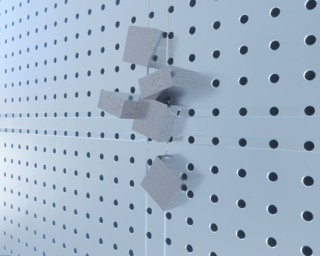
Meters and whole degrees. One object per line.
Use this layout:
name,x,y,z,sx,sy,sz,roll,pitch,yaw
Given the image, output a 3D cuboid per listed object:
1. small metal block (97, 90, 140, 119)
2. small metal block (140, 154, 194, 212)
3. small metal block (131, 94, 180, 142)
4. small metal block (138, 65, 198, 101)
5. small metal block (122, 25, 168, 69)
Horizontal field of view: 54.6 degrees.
small metal block,-0.051,-0.032,0.436,0.050,0.050,0.025,25,106,37
small metal block,0.008,0.070,0.404,0.050,0.025,0.050,44,116,31
small metal block,-0.007,-0.014,0.416,0.050,0.025,0.050,24,105,37
small metal block,0.010,-0.054,0.386,0.050,0.050,0.025,-18,79,39
small metal block,-0.022,-0.112,0.428,0.050,0.025,0.050,21,103,38
